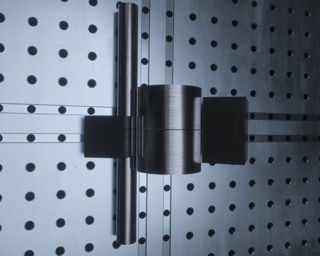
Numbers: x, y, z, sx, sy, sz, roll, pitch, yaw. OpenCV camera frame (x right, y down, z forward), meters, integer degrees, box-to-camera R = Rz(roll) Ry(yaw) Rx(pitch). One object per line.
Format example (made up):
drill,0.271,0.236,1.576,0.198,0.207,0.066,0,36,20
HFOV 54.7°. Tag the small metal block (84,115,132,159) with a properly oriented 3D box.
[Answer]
small metal block,-0.062,0.010,0.374,0.050,0.025,0.050,0,89,14

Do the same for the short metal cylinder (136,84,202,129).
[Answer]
short metal cylinder,0.011,-0.024,0.383,0.081,0.080,0.050,1,90,-20

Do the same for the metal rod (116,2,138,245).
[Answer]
metal rod,-0.041,-0.005,0.393,0.025,0.025,0.298,0,90,-20

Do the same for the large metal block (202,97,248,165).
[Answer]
large metal block,0.087,0.003,0.404,0.050,0.080,0.079,1,90,18

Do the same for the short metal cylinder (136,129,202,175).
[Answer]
short metal cylinder,0.011,0.027,0.383,0.081,0.080,0.050,1,90,-20
